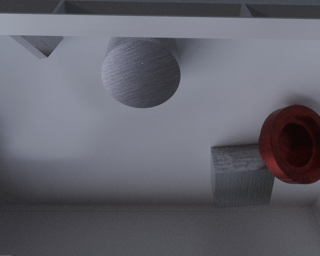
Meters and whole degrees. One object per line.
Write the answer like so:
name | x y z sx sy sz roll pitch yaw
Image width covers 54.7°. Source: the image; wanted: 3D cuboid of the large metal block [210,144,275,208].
large metal block | 0.118 0.071 0.455 0.080 0.050 0.080 -5 130 3

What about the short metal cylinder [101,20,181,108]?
short metal cylinder | -0.019 -0.068 0.334 0.081 0.050 0.079 0 130 0

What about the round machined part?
round machined part | 0.167 0.022 0.396 0.099 0.098 0.042 21 164 -17

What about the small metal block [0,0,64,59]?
small metal block | -0.129 -0.095 0.307 0.050 0.050 0.025 40 79 -29

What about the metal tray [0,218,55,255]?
metal tray | -0.255 0.220 0.544 0.030 0.090 0.130 -39 125 22
